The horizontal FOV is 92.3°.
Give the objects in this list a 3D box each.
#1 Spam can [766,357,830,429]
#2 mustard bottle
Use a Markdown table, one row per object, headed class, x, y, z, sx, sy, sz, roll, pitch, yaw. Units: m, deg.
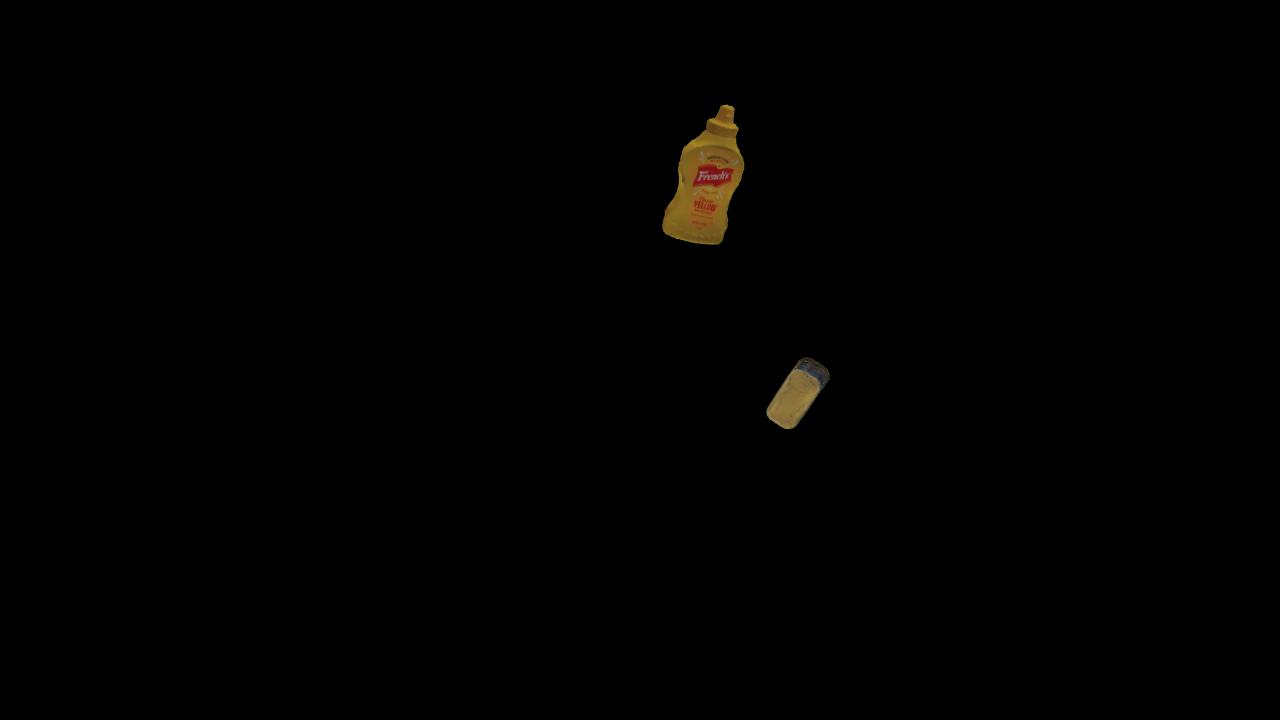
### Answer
| class | x | y | z | sx | sy | sz | roll | pitch | yaw |
| --- | --- | --- | --- | --- | --- | --- | --- | --- | --- |
| Spam can | 0.250 | 0.054 | 0.975 | 0.058 | 0.101 | 0.085 | 34 | 23 | 14 |
| mustard bottle | 0.094 | -0.254 | 0.844 | 0.092 | 0.184 | 0.054 | 10 | 30 | -9 |
